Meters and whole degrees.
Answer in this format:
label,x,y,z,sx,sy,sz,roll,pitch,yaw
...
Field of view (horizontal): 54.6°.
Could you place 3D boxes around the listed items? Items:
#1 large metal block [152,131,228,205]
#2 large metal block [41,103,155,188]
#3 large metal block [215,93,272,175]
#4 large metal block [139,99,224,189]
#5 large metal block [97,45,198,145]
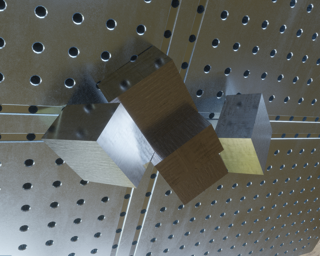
label,x,y,z,sx,sy,sz,roll,pitch,yaw
large metal block,0.041,0.051,0.448,0.080,0.050,0.080,-35,128,-5
large metal block,-0.065,0.019,0.342,0.080,0.080,0.050,58,45,-39
large metal block,0.120,0.009,0.438,0.080,0.050,0.080,58,44,-39
large metal block,0.019,0.015,0.394,0.080,0.080,0.050,-36,131,-4
large metal block,-0.013,-0.035,0.365,0.080,0.050,0.080,-35,130,-3
